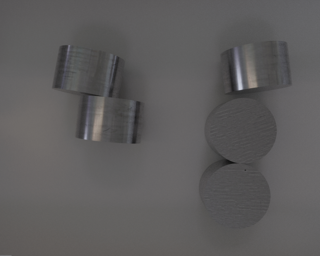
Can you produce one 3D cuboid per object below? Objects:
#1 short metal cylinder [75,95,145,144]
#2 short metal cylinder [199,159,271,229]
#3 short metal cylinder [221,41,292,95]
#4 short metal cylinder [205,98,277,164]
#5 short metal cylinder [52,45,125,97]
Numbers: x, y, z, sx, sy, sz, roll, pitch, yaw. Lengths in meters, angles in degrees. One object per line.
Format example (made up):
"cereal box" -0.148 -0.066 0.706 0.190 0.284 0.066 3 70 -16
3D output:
"short metal cylinder" -0.061 -0.010 0.383 0.080 0.080 0.050 6 91 0
"short metal cylinder" 0.094 0.082 0.399 0.081 0.050 0.080 0 90 0
"short metal cylinder" 0.118 -0.072 0.385 0.080 0.080 0.050 -7 90 0
"short metal cylinder" 0.101 0.003 0.399 0.081 0.050 0.080 0 90 0
"short metal cylinder" -0.087 -0.065 0.383 0.080 0.080 0.050 10 90 0
